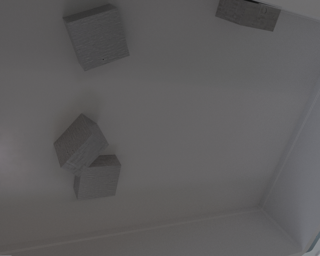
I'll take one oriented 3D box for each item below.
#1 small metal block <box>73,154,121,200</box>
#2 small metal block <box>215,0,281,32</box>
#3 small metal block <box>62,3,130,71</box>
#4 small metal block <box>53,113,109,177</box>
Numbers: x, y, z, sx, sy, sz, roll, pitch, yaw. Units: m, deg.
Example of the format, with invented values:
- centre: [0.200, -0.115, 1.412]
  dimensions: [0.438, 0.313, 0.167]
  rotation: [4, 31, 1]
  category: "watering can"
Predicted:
- centre: [-0.082, 0.063, 0.403]
  dimensions: [0.050, 0.025, 0.050]
  rotation: [0, 119, -28]
  category: "small metal block"
- centre: [0.102, -0.135, 0.364]
  dimensions: [0.050, 0.050, 0.025]
  rotation: [-1, 119, -28]
  category: "small metal block"
- centre: [-0.064, -0.093, 0.316]
  dimensions: [0.050, 0.025, 0.050]
  rotation: [-23, 127, -14]
  category: "small metal block"
- centre: [-0.091, 0.019, 0.354]
  dimensions: [0.050, 0.050, 0.025]
  rotation: [-47, 129, 4]
  category: "small metal block"
